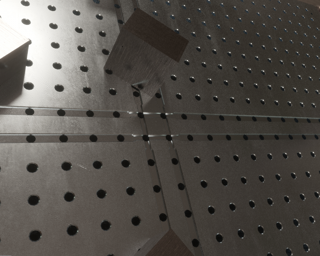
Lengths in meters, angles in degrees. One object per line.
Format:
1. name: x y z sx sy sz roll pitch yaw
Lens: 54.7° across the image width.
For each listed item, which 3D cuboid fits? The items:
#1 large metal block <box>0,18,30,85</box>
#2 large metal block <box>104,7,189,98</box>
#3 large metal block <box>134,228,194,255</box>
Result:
1. large metal block: -0.205 -0.085 0.334 0.080 0.050 0.080 38 51 -3
2. large metal block: -0.020 -0.101 0.425 0.080 0.080 0.050 31 52 -9
3. large metal block: 0.001 0.159 0.297 0.080 0.050 0.081 49 51 6
